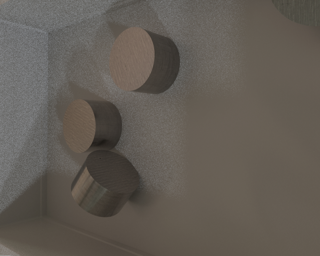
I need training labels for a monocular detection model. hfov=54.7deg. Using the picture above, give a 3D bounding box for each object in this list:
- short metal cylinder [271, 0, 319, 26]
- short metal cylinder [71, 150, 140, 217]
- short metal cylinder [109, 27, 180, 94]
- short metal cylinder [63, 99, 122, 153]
[{"bbox_3d":[0.135,-0.132,0.253,0.080,0.050,0.080,22,139,20],"label":"short metal cylinder"},{"bbox_3d":[-0.076,0.076,0.434,0.080,0.081,0.050,49,119,28],"label":"short metal cylinder"},{"bbox_3d":[-0.021,-0.086,0.408,0.080,0.050,0.080,0,90,40],"label":"short metal cylinder"},{"bbox_3d":[-0.105,-0.003,0.477,0.080,0.050,0.080,0,90,40],"label":"short metal cylinder"}]
